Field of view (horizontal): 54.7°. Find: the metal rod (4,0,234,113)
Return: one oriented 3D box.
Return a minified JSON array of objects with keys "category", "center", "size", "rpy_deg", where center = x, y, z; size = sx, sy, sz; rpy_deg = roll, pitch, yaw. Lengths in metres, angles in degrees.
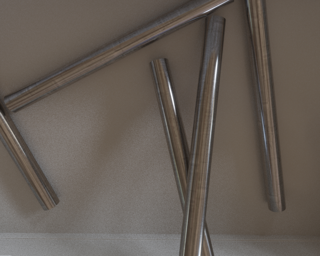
[{"category":"metal rod","center":[-0.056,-0.093,0.376],"size":[0.301,0.025,0.025],"rpy_deg":[-25,108,8]}]

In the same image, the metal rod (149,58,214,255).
[{"category":"metal rod","center":[0.032,0.063,0.374],"size":[0.025,0.025,0.298],"rpy_deg":[-13,86,5]}]

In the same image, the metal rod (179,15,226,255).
[{"category":"metal rod","center":[0.048,0.020,0.353],"size":[0.025,0.025,0.298],"rpy_deg":[7,85,-3]}]

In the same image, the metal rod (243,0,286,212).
[{"category":"metal rod","center":[0.139,-0.020,0.404],"size":[0.025,0.025,0.298],"rpy_deg":[-12,110,4]}]

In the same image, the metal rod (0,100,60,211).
[{"category":"metal rod","center":[-0.212,-0.019,0.402],"size":[0.025,0.025,0.299],"rpy_deg":[-20,109,7]}]
